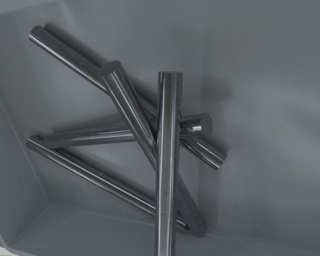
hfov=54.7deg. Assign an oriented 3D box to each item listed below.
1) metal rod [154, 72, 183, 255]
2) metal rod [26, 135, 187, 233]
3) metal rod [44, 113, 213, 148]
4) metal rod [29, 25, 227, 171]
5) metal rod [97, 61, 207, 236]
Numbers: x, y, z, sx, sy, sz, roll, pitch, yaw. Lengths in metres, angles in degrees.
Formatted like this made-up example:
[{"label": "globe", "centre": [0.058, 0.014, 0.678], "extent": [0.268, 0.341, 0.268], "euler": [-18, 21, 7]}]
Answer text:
[{"label": "metal rod", "centre": [0.007, 0.087, 0.355], "extent": [0.025, 0.025, 0.298], "euler": [8, 106, 24]}, {"label": "metal rod", "centre": [-0.093, 0.088, 0.511], "extent": [0.301, 0.025, 0.025], "euler": [26, 128, 12]}, {"label": "metal rod", "centre": [-0.066, 0.009, 0.426], "extent": [0.300, 0.025, 0.025], "euler": [-6, 116, 38]}, {"label": "metal rod", "centre": [-0.045, -0.042, 0.406], "extent": [0.301, 0.025, 0.025], "euler": [35, 129, 5]}, {"label": "metal rod", "centre": [0.006, 0.049, 0.382], "extent": [0.025, 0.025, 0.299], "euler": [-2, 134, 29]}]
